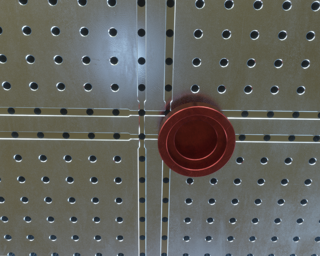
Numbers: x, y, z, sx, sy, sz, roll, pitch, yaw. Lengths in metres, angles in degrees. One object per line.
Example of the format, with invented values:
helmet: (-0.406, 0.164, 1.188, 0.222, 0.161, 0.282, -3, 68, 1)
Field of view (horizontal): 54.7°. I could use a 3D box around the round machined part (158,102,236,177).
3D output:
round machined part: (0.046, 0.012, 0.410, 0.099, 0.042, 0.097, 0, 110, -1)
